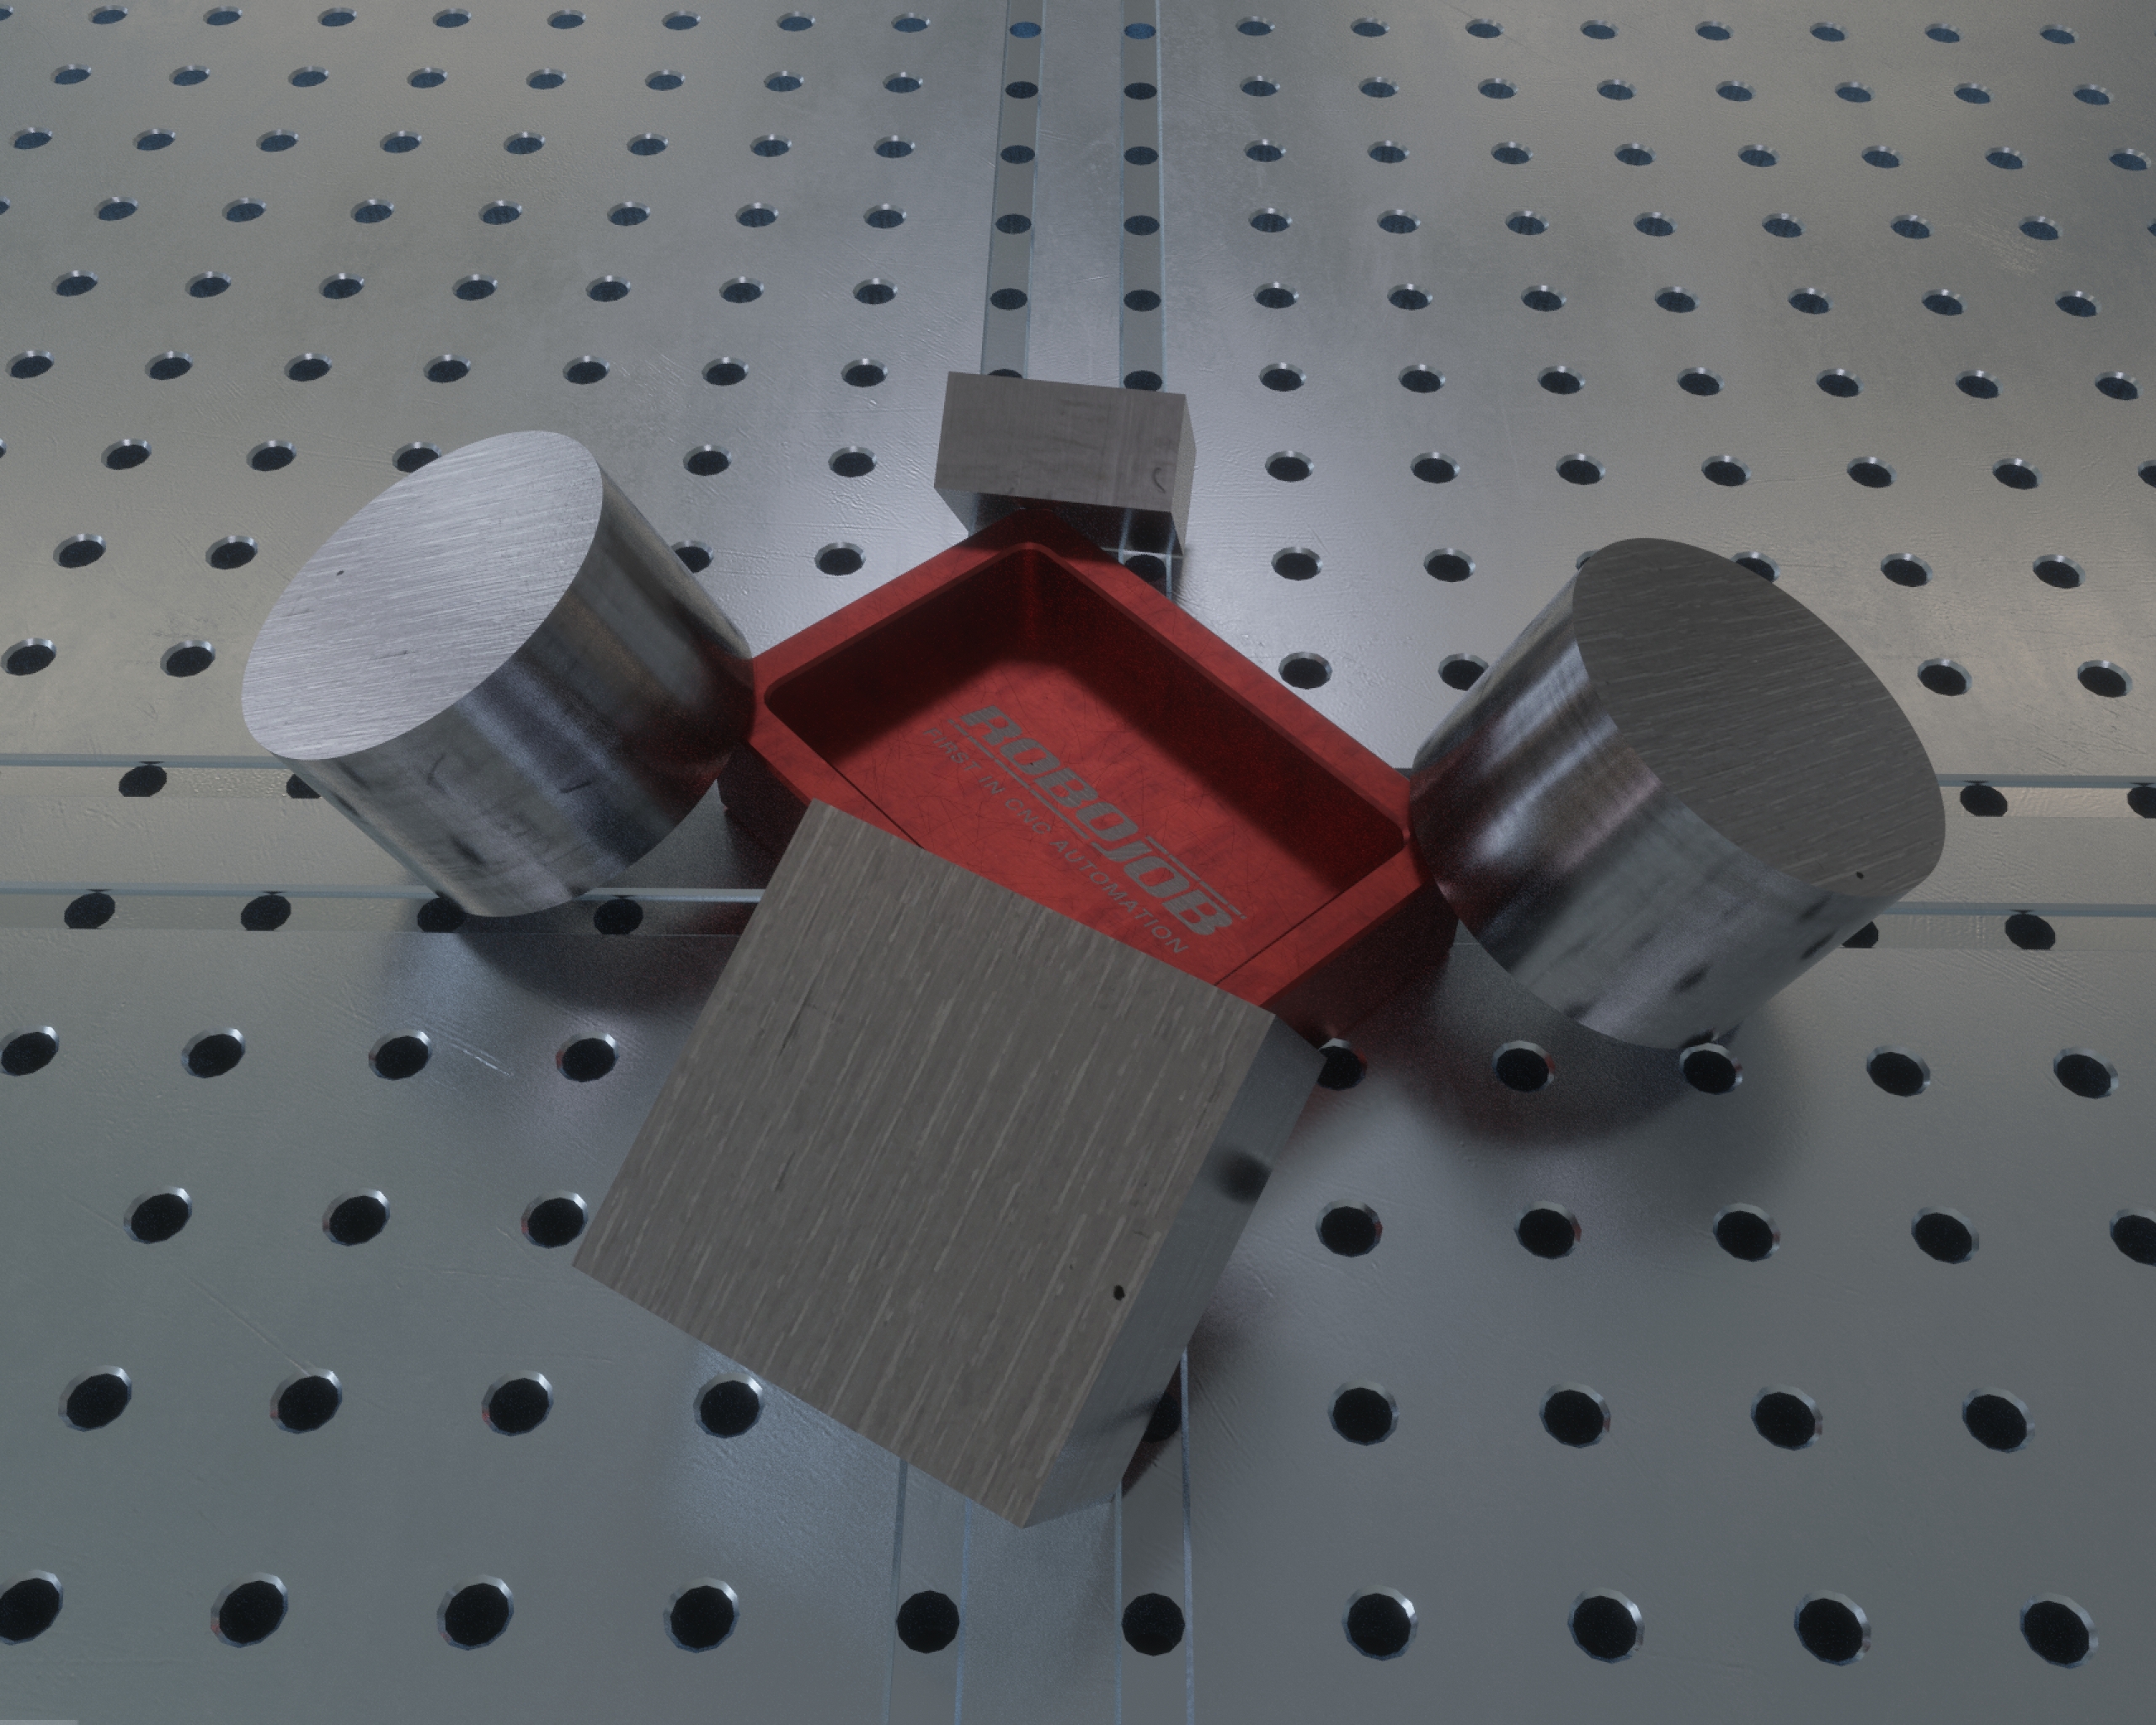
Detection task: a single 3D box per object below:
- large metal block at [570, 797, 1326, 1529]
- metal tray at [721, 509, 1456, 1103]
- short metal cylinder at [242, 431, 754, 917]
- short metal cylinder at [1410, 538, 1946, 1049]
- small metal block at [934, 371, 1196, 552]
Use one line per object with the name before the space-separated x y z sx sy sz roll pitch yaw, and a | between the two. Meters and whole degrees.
large metal block | -0.018 0.047 0.329 0.080 0.050 0.080 25 85 19
metal tray | 0.000 -0.010 0.411 0.091 0.030 0.130 -34 58 -25
short metal cylinder | -0.110 -0.036 0.402 0.080 0.050 0.080 -17 48 19
short metal cylinder | 0.109 -0.013 0.383 0.081 0.050 0.080 18 47 -20
small metal block | -0.001 -0.087 0.461 0.050 0.050 0.025 7 88 6
